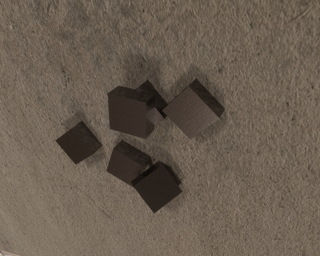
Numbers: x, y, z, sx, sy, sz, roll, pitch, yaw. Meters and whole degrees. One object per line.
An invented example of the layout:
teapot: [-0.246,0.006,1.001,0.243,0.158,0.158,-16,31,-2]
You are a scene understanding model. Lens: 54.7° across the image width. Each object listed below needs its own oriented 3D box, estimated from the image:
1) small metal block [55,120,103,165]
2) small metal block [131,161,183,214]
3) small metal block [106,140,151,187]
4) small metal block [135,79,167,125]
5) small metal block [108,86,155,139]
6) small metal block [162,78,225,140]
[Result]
small metal block: [-0.127,0.024,0.486,0.050,0.025,0.050,-30,102,37]
small metal block: [-0.005,0.084,0.442,0.050,0.025,0.050,-36,102,-8]
small metal block: [-0.048,0.054,0.464,0.050,0.025,0.050,29,128,9]
small metal block: [-0.022,-0.026,0.401,0.050,0.025,0.050,-32,101,38]
small metal block: [-0.034,-0.020,0.379,0.050,0.025,0.050,15,125,19]
small metal block: [0.040,-0.022,0.371,0.050,0.025,0.050,46,129,-5]
